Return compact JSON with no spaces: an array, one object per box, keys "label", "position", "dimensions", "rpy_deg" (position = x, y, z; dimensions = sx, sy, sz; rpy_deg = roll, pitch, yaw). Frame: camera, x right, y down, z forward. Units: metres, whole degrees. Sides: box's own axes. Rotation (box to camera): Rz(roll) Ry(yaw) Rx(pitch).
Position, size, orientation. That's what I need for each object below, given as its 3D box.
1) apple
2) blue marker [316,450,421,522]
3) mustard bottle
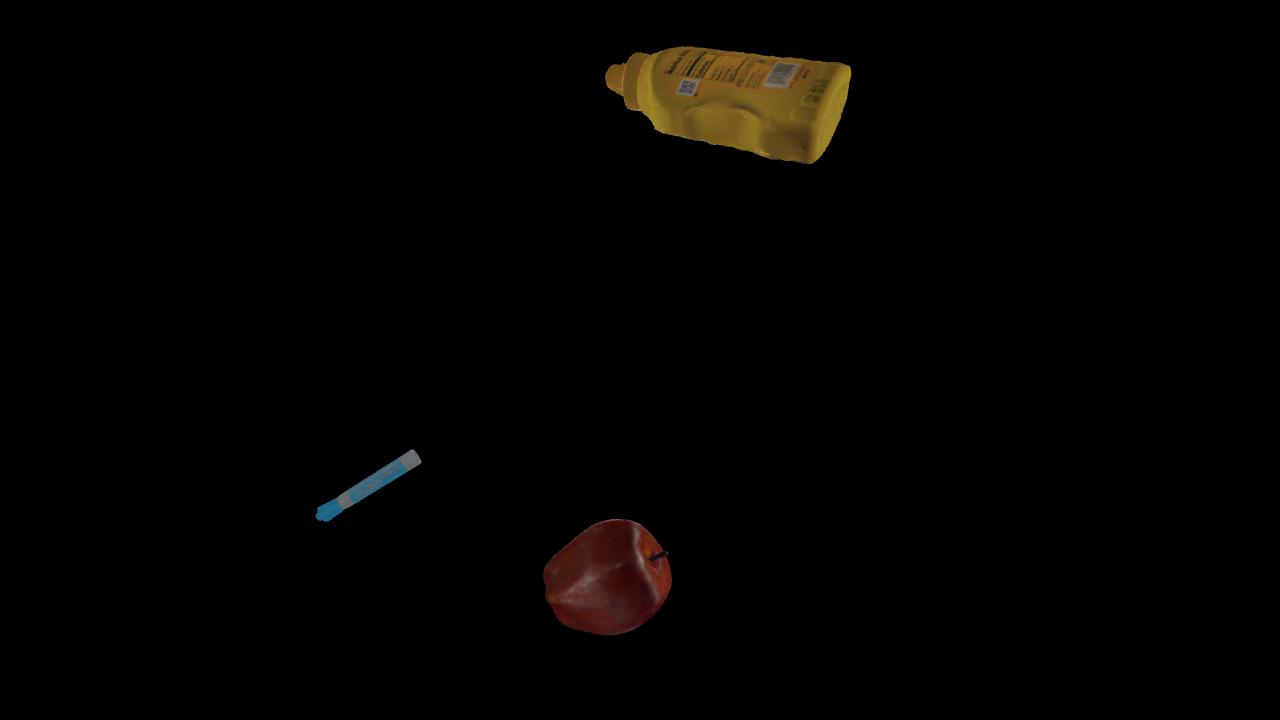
[{"label":"apple","position":[-0.021,0.158,0.448],"dimensions":[0.093,0.079,0.079],"rpy_deg":[-25,-5,12]},{"label":"blue marker","position":[-0.297,0.139,0.672],"dimensions":[0.121,0.020,0.020],"rpy_deg":[-33,5,-8]},{"label":"mustard bottle","position":[0.056,-0.201,0.466],"dimensions":[0.184,0.092,0.054],"rpy_deg":[19,-27,20]}]
